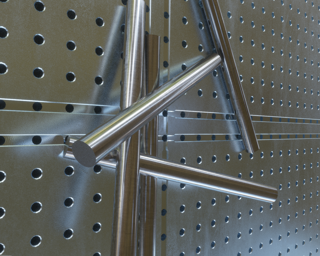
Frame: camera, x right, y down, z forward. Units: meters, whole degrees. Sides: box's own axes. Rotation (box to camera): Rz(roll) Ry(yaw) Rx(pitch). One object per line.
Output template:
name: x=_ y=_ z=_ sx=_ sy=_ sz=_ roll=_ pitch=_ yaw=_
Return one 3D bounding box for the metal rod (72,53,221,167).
metal rod: x=0.011 y=-0.042 z=0.367 sx=0.302 sy=0.025 sz=0.025 roll=-41 pitch=116 yaw=-50

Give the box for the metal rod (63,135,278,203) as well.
metal rod: x=0.032 y=0.058 z=0.392 sx=0.302 sy=0.025 sz=0.025 roll=17 pitch=79 yaw=-25

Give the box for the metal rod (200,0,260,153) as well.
metal rod: x=0.113 y=-0.096 z=0.506 sx=0.025 sy=0.025 sz=0.298 roll=-33 pitch=111 yaw=-35

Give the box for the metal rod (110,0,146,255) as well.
metal rod: x=-0.033 y=-0.011 z=0.344 sx=0.025 sy=0.025 sz=0.299 roll=16 pitch=68 yaw=-39

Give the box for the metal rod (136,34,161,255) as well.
metal rod: x=-0.015 y=0.032 z=0.398 sx=0.025 sy=0.025 sz=0.298 roll=2 pitch=89 yaw=-40
